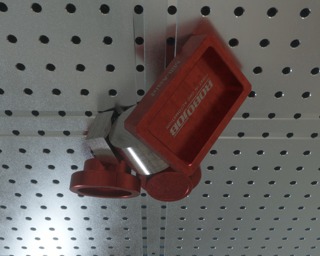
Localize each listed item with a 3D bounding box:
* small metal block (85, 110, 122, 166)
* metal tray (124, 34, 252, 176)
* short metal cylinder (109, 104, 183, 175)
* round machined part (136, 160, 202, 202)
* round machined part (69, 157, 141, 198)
[{"bbox_3d":[-0.067,0.014,0.404,0.025,0.050,0.050,-9,130,19],"label":"small metal block"},{"bbox_3d":[0.035,-0.025,0.337,0.090,0.030,0.130,43,78,-30],"label":"metal tray"},{"bbox_3d":[-0.015,0.011,0.384,0.080,0.080,0.050,-20,128,16],"label":"short metal cylinder"},{"bbox_3d":[0.013,0.074,0.464,0.099,0.042,0.097,-1,130,0],"label":"round machined part"},{"bbox_3d":[-0.076,0.072,0.443,0.099,0.042,0.098,2,158,1],"label":"round machined part"}]
